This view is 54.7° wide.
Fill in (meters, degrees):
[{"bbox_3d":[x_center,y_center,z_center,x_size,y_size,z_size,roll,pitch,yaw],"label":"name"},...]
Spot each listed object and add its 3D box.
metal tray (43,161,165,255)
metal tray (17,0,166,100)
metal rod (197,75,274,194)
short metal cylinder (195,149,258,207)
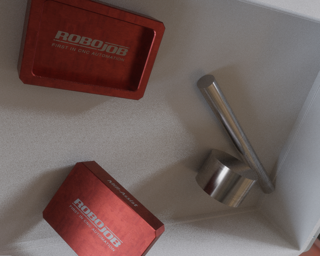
[{"bbox_3d":[-0.071,0.113,0.376,0.090,0.130,0.030,-54,162,9],"label":"metal tray"},{"bbox_3d":[-0.068,-0.082,0.317,0.131,0.030,0.089,6,116,-31],"label":"metal tray"},{"bbox_3d":[0.134,0.027,0.501,0.025,0.025,0.300,-41,130,-1],"label":"metal rod"},{"bbox_3d":[0.102,0.076,0.479,0.081,0.080,0.050,18,109,-36],"label":"short metal cylinder"}]
